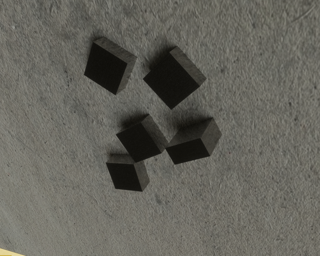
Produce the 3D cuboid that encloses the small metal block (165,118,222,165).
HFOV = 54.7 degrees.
[{"bbox_3d":[0.042,0.016,0.379,0.050,0.050,0.025,-19,108,35],"label":"small metal block"}]

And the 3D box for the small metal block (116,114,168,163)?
[{"bbox_3d":[-0.024,0.015,0.429,0.050,0.025,0.050,-24,106,36],"label":"small metal block"}]

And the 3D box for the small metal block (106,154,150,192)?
[{"bbox_3d":[-0.049,0.068,0.475,0.050,0.025,0.050,-1,118,28],"label":"small metal block"}]

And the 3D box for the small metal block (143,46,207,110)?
[{"bbox_3d":[0.017,-0.058,0.362,0.050,0.025,0.050,47,129,-5],"label":"small metal block"}]

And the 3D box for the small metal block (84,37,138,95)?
[{"bbox_3d":[-0.063,-0.078,0.392,0.050,0.025,0.050,33,129,6],"label":"small metal block"}]
